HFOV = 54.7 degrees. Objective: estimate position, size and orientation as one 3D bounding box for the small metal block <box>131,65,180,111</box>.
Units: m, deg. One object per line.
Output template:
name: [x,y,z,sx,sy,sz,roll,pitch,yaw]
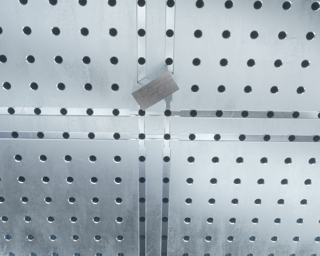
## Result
small metal block: [-0.005,-0.051,0.381,0.050,0.050,0.025,-30,108,10]
